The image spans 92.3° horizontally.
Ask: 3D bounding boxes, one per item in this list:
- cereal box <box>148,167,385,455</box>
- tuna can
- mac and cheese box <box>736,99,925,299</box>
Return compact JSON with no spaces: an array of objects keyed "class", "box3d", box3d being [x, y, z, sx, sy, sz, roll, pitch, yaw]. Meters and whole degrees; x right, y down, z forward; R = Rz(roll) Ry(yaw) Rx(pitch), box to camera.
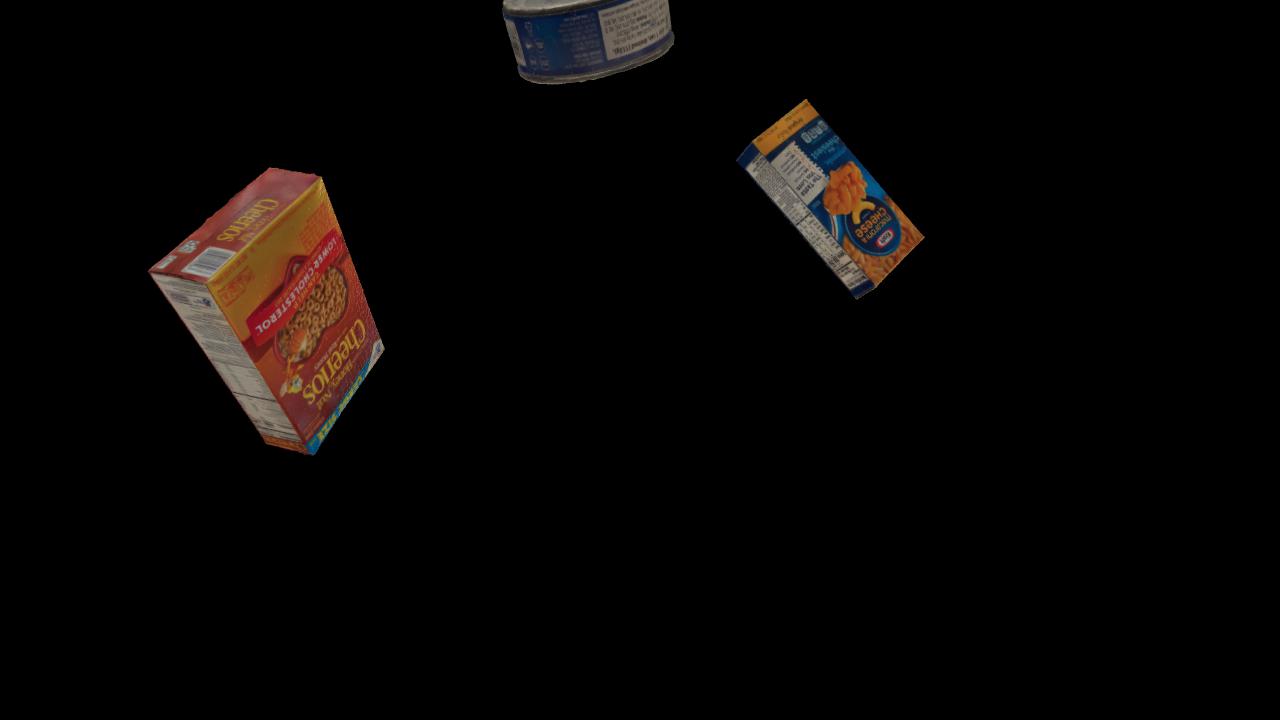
[{"class":"cereal box","box3d":[-0.432,-0.051,0.767,0.081,0.203,0.306,11,-42,6]},{"class":"tuna can","box3d":[-0.026,-0.173,0.313,0.084,0.034,0.084,-8,42,7]},{"class":"mac and cheese box","box3d":[0.190,-0.160,0.612,0.093,0.184,0.041,-42,1,-24]}]
